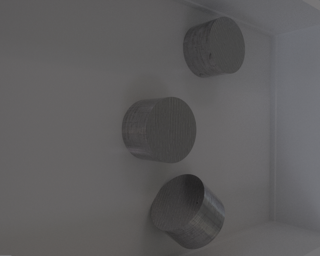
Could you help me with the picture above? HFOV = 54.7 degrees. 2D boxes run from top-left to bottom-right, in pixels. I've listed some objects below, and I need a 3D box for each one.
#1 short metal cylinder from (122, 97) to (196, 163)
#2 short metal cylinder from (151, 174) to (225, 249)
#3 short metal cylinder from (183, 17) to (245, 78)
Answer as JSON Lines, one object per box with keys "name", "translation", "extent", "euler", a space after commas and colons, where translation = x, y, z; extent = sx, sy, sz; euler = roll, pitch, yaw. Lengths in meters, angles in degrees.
{"name": "short metal cylinder", "translation": [0.000, 0.002, 0.390], "extent": [0.081, 0.050, 0.080], "euler": [0, 90, -40]}
{"name": "short metal cylinder", "translation": [0.036, 0.107, 0.401], "extent": [0.050, 0.080, 0.080], "euler": [47, 62, -30]}
{"name": "short metal cylinder", "translation": [0.081, -0.117, 0.457], "extent": [0.081, 0.050, 0.080], "euler": [0, 90, -40]}
